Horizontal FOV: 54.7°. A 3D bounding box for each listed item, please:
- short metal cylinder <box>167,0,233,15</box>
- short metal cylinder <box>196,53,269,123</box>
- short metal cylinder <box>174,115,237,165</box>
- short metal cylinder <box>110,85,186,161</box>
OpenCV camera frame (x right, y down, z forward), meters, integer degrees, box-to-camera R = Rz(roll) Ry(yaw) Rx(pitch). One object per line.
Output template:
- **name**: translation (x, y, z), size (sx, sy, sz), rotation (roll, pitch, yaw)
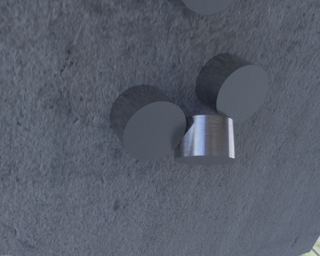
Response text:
- **short metal cylinder**: translation (0.040, -0.161, 0.314), size (0.081, 0.050, 0.079), rotation (-14, 125, -21)
- **short metal cylinder**: translation (0.095, -0.054, 0.412), size (0.081, 0.050, 0.079), rotation (-14, 125, -21)
- **short metal cylinder**: translation (0.059, 0.019, 0.408), size (0.081, 0.080, 0.050), rotation (12, 72, -34)
- **short metal cylinder**: translation (-0.015, -0.007, 0.380), size (0.081, 0.050, 0.079), rotation (-14, 125, -21)
